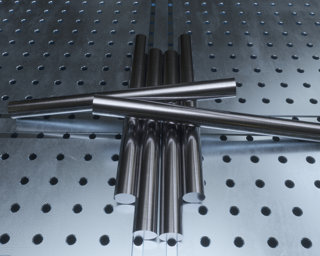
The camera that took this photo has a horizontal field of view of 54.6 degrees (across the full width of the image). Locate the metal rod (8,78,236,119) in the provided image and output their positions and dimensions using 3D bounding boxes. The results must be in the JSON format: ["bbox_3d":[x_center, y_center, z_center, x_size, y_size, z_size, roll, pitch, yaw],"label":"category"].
[{"bbox_3d":[-0.054,-0.038,0.410,0.301,0.025,0.025,-5,50,7],"label":"metal rod"}]

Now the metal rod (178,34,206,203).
[{"bbox_3d":[0.041,-0.038,0.439,0.025,0.025,0.300,1,50,1],"label":"metal rod"}]

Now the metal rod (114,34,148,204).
[{"bbox_3d":[-0.035,-0.037,0.438,0.025,0.025,0.300,1,50,1],"label":"metal rod"}]

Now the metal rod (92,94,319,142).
[{"bbox_3d":[0.069,-0.011,0.390,0.302,0.025,0.025,7,50,-6],"label":"metal rod"}]

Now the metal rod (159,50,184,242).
[{"bbox_3d":[0.015,-0.003,0.412,0.025,0.025,0.300,1,50,1],"label":"metal rod"}]

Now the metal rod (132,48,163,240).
[{"bbox_3d":[-0.012,-0.006,0.411,0.025,0.025,0.300,1,50,1],"label":"metal rod"}]
